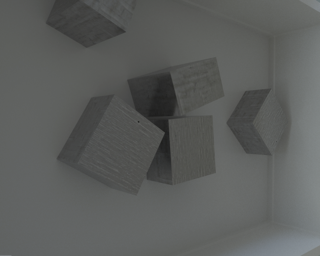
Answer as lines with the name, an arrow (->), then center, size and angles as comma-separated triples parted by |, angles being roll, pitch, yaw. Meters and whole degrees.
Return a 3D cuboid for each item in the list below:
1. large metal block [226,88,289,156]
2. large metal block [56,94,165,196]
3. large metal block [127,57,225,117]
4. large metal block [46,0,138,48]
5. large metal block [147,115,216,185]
large metal block -> 0.171, -0.010, 0.537 | 0.080, 0.050, 0.080 | 51, 60, -28
large metal block -> -0.052, 0.019, 0.348 | 0.080, 0.050, 0.080 | 38, 67, -34
large metal block -> 0.020, -0.050, 0.389 | 0.081, 0.080, 0.050 | -25, 106, -38
large metal block -> -0.064, -0.137, 0.318 | 0.050, 0.080, 0.080 | 27, 73, -37
large metal block -> 0.027, 0.026, 0.415 | 0.081, 0.050, 0.079 | -7, 95, -40
